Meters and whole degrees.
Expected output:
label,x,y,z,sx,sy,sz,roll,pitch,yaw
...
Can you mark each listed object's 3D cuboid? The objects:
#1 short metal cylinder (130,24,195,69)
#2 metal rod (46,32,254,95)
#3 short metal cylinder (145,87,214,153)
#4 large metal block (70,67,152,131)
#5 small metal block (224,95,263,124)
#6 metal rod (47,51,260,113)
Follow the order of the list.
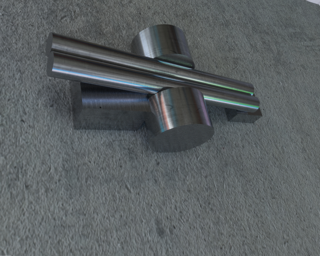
label,x,y,z,sx,sy,sz,roll,pitch,yaw
short metal cylinder,0.003,-0.096,0.430,0.081,0.080,0.050,1,61,-28
metal rod,0.012,-0.071,0.398,0.302,0.025,0.025,6,59,-34
short metal cylinder,0.022,-0.008,0.386,0.081,0.080,0.050,1,61,-28
large metal block,-0.064,-0.043,0.382,0.081,0.050,0.080,2,61,-27
small metal block,0.130,-0.036,0.497,0.050,0.025,0.050,3,61,-27
metal rod,0.017,-0.049,0.387,0.302,0.025,0.025,6,59,-34
